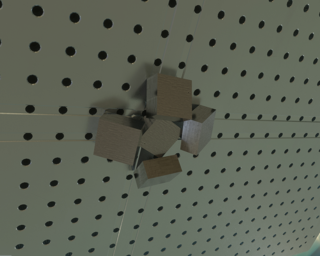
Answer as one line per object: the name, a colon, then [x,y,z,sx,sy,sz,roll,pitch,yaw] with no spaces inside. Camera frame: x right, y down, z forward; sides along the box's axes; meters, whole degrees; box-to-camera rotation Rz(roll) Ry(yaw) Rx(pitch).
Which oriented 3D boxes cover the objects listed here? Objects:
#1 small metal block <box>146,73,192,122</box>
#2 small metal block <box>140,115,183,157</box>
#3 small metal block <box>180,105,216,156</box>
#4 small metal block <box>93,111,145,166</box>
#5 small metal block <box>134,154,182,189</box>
small metal block: [0.012,-0.036,0.381,0.050,0.025,0.050,6,79,-31]
small metal block: [-0.004,0.006,0.414,0.050,0.025,0.050,-49,129,6]
small metal block: [0.053,0.002,0.428,0.050,0.025,0.050,-38,141,-51]
small metal block: [-0.050,0.013,0.378,0.050,0.025,0.050,16,115,2]
small metal block: [-0.004,0.061,0.432,0.050,0.025,0.050,-9,158,-24]
